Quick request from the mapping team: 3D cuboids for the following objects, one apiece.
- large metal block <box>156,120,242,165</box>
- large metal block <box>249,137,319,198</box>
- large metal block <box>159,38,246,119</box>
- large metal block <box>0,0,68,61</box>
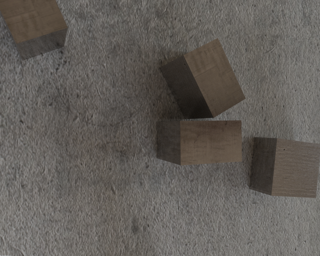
[{"bbox_3d":[0.047,0.016,0.397,0.081,0.080,0.050,-1,91,-20],"label":"large metal block"},{"bbox_3d":[0.187,0.058,0.464,0.081,0.050,0.080,7,88,-20],"label":"large metal block"},{"bbox_3d":[0.051,-0.059,0.398,0.050,0.080,0.080,-30,100,-17],"label":"large metal block"},{"bbox_3d":[-0.141,-0.125,0.327,0.050,0.080,0.080,-26,99,-18],"label":"large metal block"}]
